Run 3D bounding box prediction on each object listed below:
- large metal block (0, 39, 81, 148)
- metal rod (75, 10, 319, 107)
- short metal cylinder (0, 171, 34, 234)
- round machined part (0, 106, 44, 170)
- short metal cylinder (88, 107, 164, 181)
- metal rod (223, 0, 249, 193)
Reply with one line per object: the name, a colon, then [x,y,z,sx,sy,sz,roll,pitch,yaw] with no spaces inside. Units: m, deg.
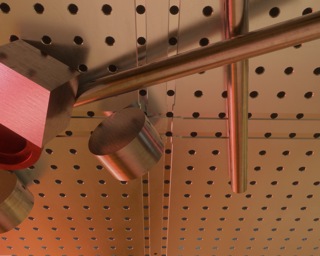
large metal block: [-0.143,-0.038,0.343,0.080,0.050,0.079,30,128,6]
metal rod: [0.018,-0.065,0.332,0.301,0.025,0.025,-13,130,19]
short metal cylinder: [-0.241,0.111,0.468,0.080,0.080,0.050,-11,129,9]
round machined part: [-0.200,0.007,0.405,0.099,0.042,0.097,0,130,0]
short metal cylinder: [-0.042,0.019,0.391,0.080,0.080,0.050,-21,127,17]
metal rod: [0.100,-0.018,0.396,0.025,0.025,0.298,-8,130,6]
